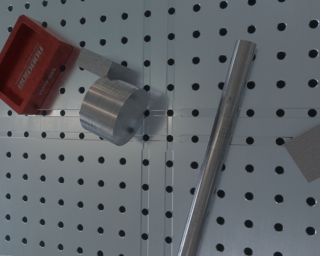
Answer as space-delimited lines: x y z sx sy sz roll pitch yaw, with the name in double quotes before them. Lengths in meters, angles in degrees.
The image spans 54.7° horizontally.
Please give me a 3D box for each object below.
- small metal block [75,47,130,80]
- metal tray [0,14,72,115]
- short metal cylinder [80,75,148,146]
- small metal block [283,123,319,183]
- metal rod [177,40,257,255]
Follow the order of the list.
"small metal block" -0.078 -0.085 0.427 0.050 0.050 0.025 28 99 18
"metal tray" -0.206 -0.096 0.482 0.090 0.030 0.129 37 102 16
"short metal cylinder" -0.058 -0.023 0.404 0.050 0.080 0.080 25 98 18
"small metal block" 0.176 0.027 0.350 0.050 0.025 0.050 -33 79 17
"metal rod" 0.067 0.041 0.388 0.025 0.025 0.298 16 95 19
